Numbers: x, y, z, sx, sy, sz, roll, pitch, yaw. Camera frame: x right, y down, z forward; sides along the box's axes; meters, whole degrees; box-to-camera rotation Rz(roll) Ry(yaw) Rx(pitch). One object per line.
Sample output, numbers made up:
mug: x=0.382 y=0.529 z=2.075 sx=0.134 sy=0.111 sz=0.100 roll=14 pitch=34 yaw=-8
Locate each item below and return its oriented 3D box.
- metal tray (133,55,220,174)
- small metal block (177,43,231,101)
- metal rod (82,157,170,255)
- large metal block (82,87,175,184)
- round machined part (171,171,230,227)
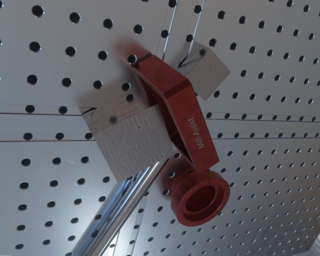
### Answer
metal tray: x=0.021 y=-0.015 z=0.372 sx=0.030 sy=0.090 sz=0.130 roll=-33 pitch=129 yaw=-7
small metal block: x=0.055 y=-0.071 z=0.399 sx=0.050 sy=0.025 sz=0.050 roll=-49 pitch=129 yaw=6
metal rod: x=-0.077 y=0.156 z=0.467 sx=0.025 sy=0.025 sz=0.299 roll=25 pitch=105 yaw=-37
large metal block: x=-0.037 y=0.008 z=0.381 sx=0.080 sy=0.050 sz=0.080 roll=-28 pitch=128 yaw=-11
round machined part: x=0.061 y=0.109 z=0.503 sx=0.099 sy=0.042 sz=0.097 roll=-14 pitch=125 yaw=-21
